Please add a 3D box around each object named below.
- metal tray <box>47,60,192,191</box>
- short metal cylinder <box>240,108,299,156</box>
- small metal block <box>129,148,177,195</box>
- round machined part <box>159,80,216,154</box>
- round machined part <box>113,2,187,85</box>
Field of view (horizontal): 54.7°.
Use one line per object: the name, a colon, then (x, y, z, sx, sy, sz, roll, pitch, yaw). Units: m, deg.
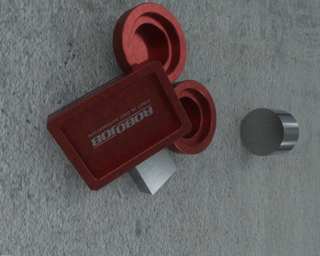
metal tray: (-0.041, -0.005, 0.335, 0.131, 0.030, 0.090, -32, 112, -10)
short metal cylinder: (0.186, 0.007, 0.528, 0.050, 0.080, 0.079, 1, 90, -40)
small metal block: (-0.012, 0.048, 0.397, 0.050, 0.025, 0.050, -42, 116, -32)
round machined part: (0.030, -0.014, 0.419, 0.099, 0.042, 0.097, 2, 87, -42)
round machined part: (-0.016, -0.098, 0.381, 0.099, 0.042, 0.097, 0, 90, -40)
